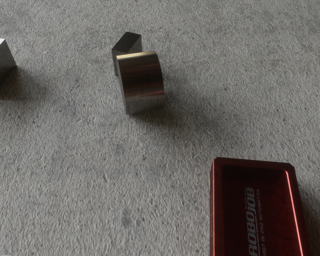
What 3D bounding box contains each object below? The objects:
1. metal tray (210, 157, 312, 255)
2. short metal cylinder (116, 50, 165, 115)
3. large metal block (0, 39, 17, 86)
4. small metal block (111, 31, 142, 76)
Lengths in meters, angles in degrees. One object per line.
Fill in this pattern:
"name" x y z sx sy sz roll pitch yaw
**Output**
"metal tray" 0.099 0.095 0.321 0.091 0.030 0.130 5 50 4
"short metal cylinder" -0.027 -0.061 0.419 0.050 0.080 0.080 -10 51 -8
"large metal block" -0.280 -0.094 0.464 0.080 0.050 0.080 9 51 7
"small metal block" -0.050 -0.113 0.481 0.025 0.050 0.050 17 52 14
